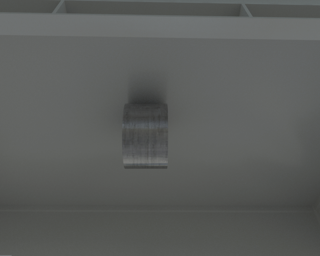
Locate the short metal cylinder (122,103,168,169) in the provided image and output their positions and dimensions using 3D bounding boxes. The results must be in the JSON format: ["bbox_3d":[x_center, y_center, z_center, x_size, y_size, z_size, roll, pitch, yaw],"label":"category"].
[{"bbox_3d":[-0.017,0.010,0.378,0.050,0.080,0.079,0,130,-1],"label":"short metal cylinder"}]
